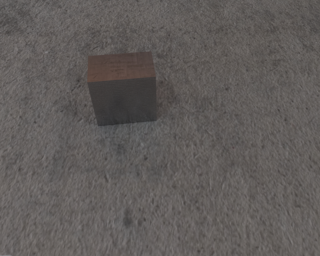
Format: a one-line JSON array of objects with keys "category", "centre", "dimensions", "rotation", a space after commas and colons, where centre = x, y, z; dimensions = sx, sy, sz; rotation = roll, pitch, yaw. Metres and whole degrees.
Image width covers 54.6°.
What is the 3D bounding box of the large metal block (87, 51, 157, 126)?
[{"category": "large metal block", "centre": [-0.048, -0.051, 0.410], "dimensions": [0.080, 0.080, 0.050], "rotation": [-6, 50, -5]}]
